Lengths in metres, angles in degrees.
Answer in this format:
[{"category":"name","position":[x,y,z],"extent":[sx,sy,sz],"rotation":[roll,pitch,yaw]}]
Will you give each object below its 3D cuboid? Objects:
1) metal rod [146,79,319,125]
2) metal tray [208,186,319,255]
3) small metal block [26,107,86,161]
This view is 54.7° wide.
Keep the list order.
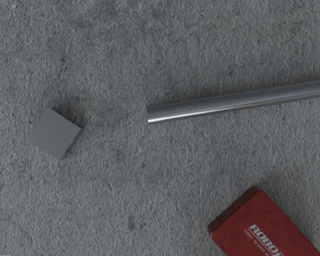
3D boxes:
[{"category":"metal rod","position":[0.133,-0.040,0.411],"extent":[0.302,0.025,0.025],"rotation":[-9,90,-1]},{"category":"metal tray","position":[0.139,0.154,0.410],"extent":[0.090,0.030,0.130],"rotation":[-42,91,0]},{"category":"small metal block","position":[-0.136,0.008,0.408],"extent":[0.050,0.025,0.050],"rotation":[33,90,-1]}]
